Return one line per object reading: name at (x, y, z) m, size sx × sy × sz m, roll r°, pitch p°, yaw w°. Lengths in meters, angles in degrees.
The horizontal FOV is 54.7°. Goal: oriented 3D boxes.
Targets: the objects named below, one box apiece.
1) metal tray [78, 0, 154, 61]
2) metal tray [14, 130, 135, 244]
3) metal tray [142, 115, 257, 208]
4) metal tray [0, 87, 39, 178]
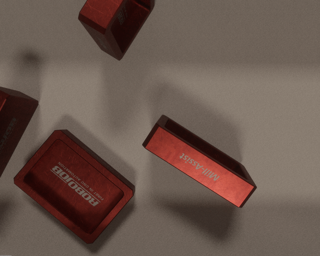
metal tray at (-0.043, -0.136, 0.358) m, size 0.030 × 0.130 × 0.090 m, roll 32°, pitch 90°, yaw 0°
metal tray at (-0.110, 0.075, 0.407) m, size 0.130 × 0.030 × 0.090 m, roll 40°, pitch 90°, yaw -1°
metal tray at (0.047, 0.035, 0.377) m, size 0.130 × 0.090 × 0.030 m, roll 32°, pitch 101°, yaw -1°
metal tray at (-0.206, 0.015, 0.376) m, size 0.030 × 0.090 × 0.130 m, roll 28°, pitch 90°, yaw 0°
